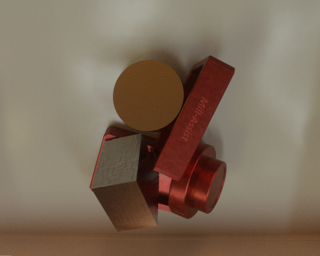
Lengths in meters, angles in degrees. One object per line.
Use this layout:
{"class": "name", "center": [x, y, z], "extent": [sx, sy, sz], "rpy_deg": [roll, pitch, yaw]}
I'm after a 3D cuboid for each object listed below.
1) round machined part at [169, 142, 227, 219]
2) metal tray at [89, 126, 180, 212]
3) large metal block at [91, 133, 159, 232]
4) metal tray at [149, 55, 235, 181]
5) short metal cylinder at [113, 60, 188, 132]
{"class": "round machined part", "center": [0.053, 0.069, 0.393], "extent": [0.042, 0.099, 0.097], "rpy_deg": [17, 112, 26]}
{"class": "metal tray", "center": [-0.021, 0.059, 0.427], "extent": [0.131, 0.030, 0.089], "rpy_deg": [16, 109, -6]}
{"class": "large metal block", "center": [-0.037, 0.066, 0.380], "extent": [0.050, 0.080, 0.080], "rpy_deg": [-12, 126, 10]}
{"class": "metal tray", "center": [0.031, -0.013, 0.354], "extent": [0.030, 0.090, 0.129], "rpy_deg": [26, 92, -6]}
{"class": "short metal cylinder", "center": [-0.009, -0.035, 0.367], "extent": [0.080, 0.050, 0.080], "rpy_deg": [-1, 87, 11]}
